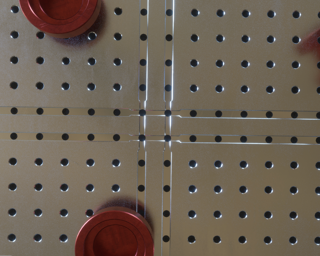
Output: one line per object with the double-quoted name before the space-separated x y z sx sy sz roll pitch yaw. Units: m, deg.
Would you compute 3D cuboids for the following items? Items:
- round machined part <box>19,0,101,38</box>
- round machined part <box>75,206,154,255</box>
"round machined part" -0.126 -0.165 0.403 0.099 0.042 0.097 0 90 -1
"round machined part" -0.056 0.151 0.404 0.099 0.042 0.097 0 90 -1
